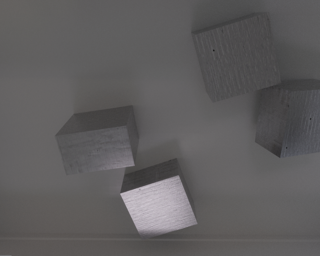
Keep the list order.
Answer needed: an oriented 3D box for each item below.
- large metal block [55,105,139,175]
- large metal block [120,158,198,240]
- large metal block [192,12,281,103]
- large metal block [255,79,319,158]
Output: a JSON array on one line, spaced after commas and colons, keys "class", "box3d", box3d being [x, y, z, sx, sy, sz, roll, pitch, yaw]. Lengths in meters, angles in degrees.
[{"class": "large metal block", "box3d": [-0.073, 0.012, 0.386, 0.080, 0.080, 0.050, -8, 110, 3]}, {"class": "large metal block", "box3d": [0.000, 0.099, 0.434, 0.080, 0.050, 0.080, -19, 109, 6]}, {"class": "large metal block", "box3d": [0.088, -0.084, 0.367, 0.080, 0.050, 0.080, -16, 109, 6]}, {"class": "large metal block", "box3d": [0.171, -0.014, 0.382, 0.081, 0.050, 0.079, -6, 111, -18]}]
